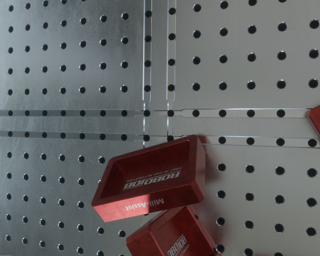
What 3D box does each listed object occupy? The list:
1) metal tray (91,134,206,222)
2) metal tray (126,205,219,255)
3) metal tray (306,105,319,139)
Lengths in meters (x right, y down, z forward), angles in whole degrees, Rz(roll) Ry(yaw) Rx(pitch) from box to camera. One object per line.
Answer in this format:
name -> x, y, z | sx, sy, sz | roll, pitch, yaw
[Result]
metal tray -> -0.011, 0.060, 0.382 | 0.130, 0.090, 0.030 | -17, 120, 19
metal tray -> 0.022, 0.138, 0.349 | 0.030, 0.130, 0.090 | -35, 79, 17
metal tray -> 0.239, -0.009, 0.325 | 0.130, 0.030, 0.090 | -30, 80, 17
